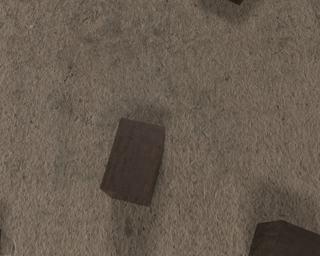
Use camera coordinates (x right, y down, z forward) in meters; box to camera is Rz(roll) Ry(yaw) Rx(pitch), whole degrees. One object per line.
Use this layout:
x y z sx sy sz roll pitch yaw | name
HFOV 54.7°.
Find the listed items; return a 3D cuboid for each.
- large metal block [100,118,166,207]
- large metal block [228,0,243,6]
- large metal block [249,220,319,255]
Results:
-0.028 0.044 0.363 0.050 0.080 0.080 12 71 4 | large metal block
0.115 -0.255 0.490 0.080 0.050 0.080 30 73 10 | large metal block
0.148 0.140 0.330 0.080 0.080 0.050 21 71 7 | large metal block
